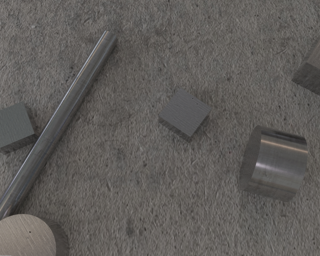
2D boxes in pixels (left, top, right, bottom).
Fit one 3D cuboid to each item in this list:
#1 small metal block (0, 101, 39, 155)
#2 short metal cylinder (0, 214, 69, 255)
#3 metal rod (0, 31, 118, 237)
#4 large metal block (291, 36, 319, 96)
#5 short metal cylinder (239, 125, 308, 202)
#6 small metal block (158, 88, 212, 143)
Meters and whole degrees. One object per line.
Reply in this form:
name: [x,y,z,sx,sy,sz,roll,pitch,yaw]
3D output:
small metal block: [-0.192,0.000,0.407,0.050,0.025,0.050,-24,72,-9]
short metal cylinder: [-0.148,0.138,0.343,0.081,0.050,0.080,0,70,0]
metal rod: [-0.135,-0.006,0.409,0.025,0.025,0.300,23,71,8]
large metal block: [0.246,-0.087,0.429,0.080,0.050,0.080,32,73,11]
short metal cylinder: [0.131,0.041,0.365,0.050,0.080,0.080,15,71,5]
small metal block: [0.033,-0.017,0.415,0.050,0.025,0.050,35,73,11]
